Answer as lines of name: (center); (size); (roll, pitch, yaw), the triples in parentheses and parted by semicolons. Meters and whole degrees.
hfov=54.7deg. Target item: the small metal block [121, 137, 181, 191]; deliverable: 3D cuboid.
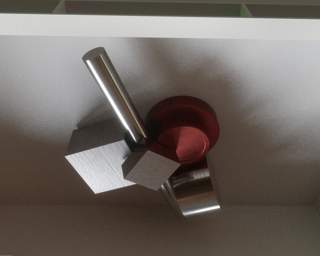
small metal block: (-0.011, 0.045, 0.382); (0.050, 0.025, 0.050); (26, 114, -30)

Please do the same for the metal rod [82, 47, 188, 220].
metal rod: (-0.015, 0.031, 0.405); (0.025, 0.025, 0.299); (-16, 129, 13)

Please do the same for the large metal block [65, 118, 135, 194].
large metal block: (-0.066, 0.037, 0.418); (0.080, 0.050, 0.080); (-16, 129, 12)

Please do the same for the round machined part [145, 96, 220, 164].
round machined part: (0.028, 0.010, 0.404); (0.099, 0.042, 0.097); (-1, 130, 0)

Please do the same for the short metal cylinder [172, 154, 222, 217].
short metal cylinder: (0.053, 0.082, 0.442); (0.050, 0.080, 0.080); (-16, 129, 13)
